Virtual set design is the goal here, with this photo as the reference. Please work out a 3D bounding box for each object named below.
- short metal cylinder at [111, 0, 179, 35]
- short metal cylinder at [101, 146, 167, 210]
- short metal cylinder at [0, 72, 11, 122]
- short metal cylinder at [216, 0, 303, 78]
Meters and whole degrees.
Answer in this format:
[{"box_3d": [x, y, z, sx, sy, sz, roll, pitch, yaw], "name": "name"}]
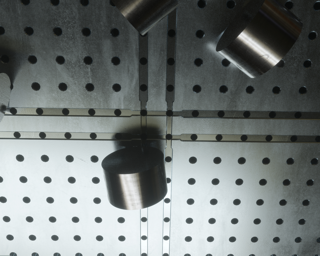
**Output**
[{"box_3d": [-0.024, -0.147, 0.329, 0.050, 0.080, 0.080, -37, 106, 13], "name": "short metal cylinder"}, {"box_3d": [-0.032, 0.063, 0.407, 0.080, 0.080, 0.050, -6, 110, 2], "name": "short metal cylinder"}, {"box_3d": [-0.222, -0.035, 0.369, 0.050, 0.080, 0.079, 17, 109, -6], "name": "short metal cylinder"}, {"box_3d": [0.109, -0.103, 0.347, 0.050, 0.080, 0.080, 35, 106, -12], "name": "short metal cylinder"}]
